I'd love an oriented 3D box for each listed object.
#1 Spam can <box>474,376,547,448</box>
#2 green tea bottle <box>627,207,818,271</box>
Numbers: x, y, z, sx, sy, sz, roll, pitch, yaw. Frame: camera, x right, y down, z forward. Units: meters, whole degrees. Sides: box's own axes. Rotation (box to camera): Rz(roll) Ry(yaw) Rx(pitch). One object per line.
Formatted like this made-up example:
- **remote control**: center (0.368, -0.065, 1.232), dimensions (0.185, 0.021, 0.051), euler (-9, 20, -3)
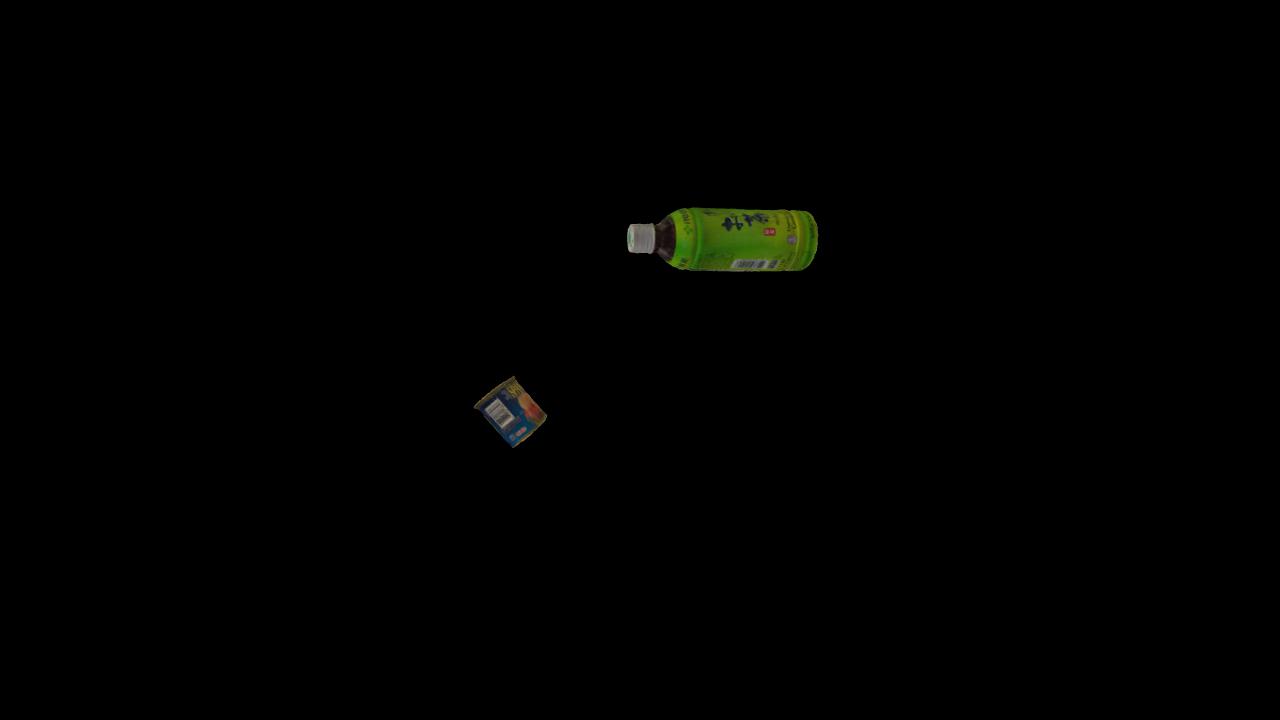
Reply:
- **Spam can**: center (-0.191, 0.078, 0.925), dimensions (0.058, 0.085, 0.101), euler (-40, 4, 7)
- **green tea bottle**: center (0.091, -0.134, 0.687), dimensions (0.212, 0.073, 0.073), euler (-4, 1, -16)
